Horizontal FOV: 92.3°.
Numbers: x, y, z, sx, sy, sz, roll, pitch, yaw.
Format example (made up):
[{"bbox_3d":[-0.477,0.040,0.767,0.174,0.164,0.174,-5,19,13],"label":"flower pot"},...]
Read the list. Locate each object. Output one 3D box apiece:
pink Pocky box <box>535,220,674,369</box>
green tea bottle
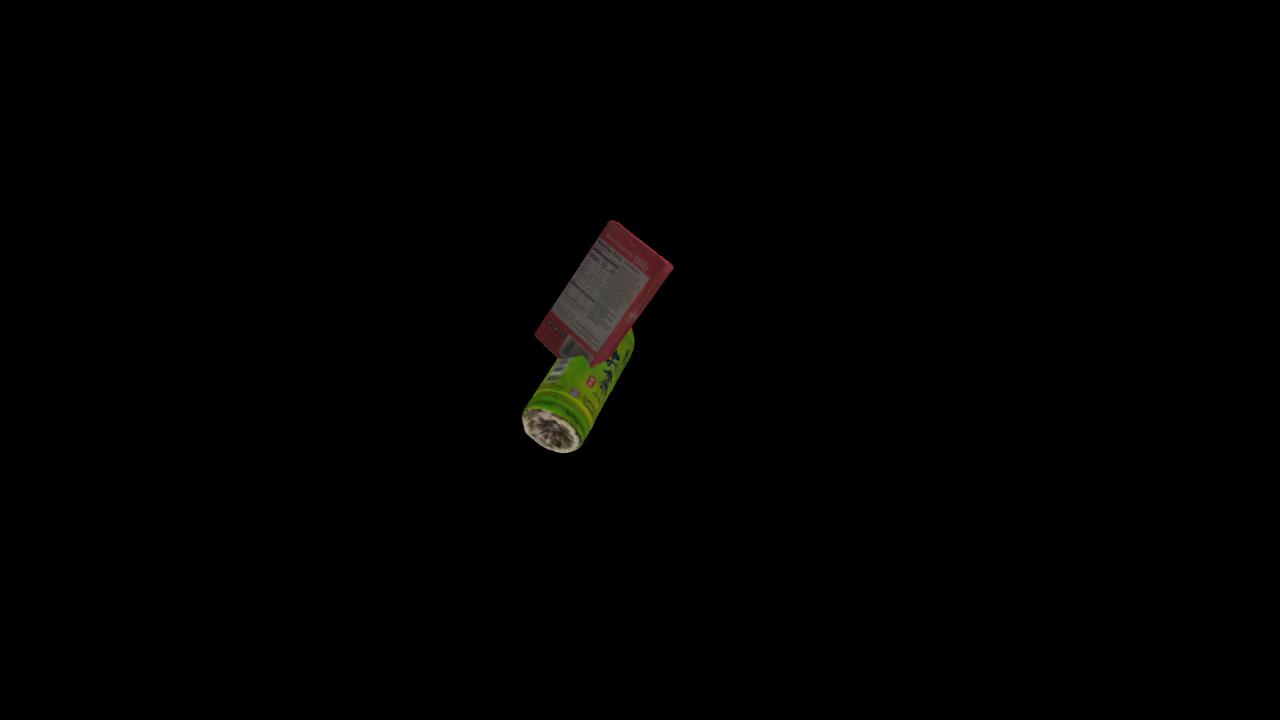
[{"bbox_3d":[-0.041,-0.062,0.657,0.084,0.155,0.029,41,15,23],"label":"pink Pocky box"},{"bbox_3d":[-0.054,0.004,0.686,0.073,0.073,0.212,0,43,28],"label":"green tea bottle"}]
